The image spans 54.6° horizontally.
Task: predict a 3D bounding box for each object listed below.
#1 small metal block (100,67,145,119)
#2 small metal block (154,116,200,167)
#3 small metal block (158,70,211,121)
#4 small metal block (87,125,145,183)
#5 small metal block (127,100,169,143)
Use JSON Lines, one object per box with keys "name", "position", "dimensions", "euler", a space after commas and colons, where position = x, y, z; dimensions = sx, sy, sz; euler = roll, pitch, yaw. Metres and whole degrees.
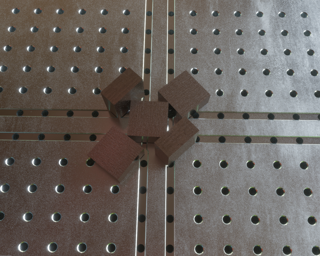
{"name": "small metal block", "position": [-0.048, -0.045, 0.414], "dimensions": [0.025, 0.050, 0.050], "euler": [42, 76, 13]}
{"name": "small metal block", "position": [0.020, 0.018, 0.392], "dimensions": [0.050, 0.050, 0.025], "euler": [-40, 75, -13]}
{"name": "small metal block", "position": [0.033, -0.043, 0.428], "dimensions": [0.050, 0.025, 0.050], "euler": [-38, 75, -12]}
{"name": "small metal block", "position": [-0.056, 0.034, 0.399], "dimensions": [0.050, 0.025, 0.050], "euler": [36, 73, 12]}
{"name": "small metal block", "position": [-0.015, -0.008, 0.414], "dimensions": [0.050, 0.025, 0.050], "euler": [3, 69, 2]}
